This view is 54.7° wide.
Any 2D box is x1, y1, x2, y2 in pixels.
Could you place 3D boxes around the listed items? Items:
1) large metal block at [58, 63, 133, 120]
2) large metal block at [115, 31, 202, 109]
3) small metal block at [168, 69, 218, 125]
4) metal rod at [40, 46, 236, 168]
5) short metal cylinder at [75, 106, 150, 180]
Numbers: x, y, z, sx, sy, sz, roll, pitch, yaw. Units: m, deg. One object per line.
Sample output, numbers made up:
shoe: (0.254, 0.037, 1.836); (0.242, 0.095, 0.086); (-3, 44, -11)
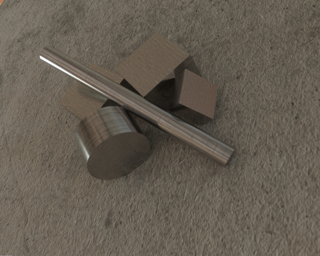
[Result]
large metal block: (-0.089, -0.041, 0.461); (0.080, 0.050, 0.080); (28, 77, 37)
large metal block: (-0.002, -0.076, 0.434); (0.080, 0.050, 0.080); (-43, 51, -2)
small metal block: (0.042, -0.038, 0.388); (0.025, 0.050, 0.050); (-32, 40, 56)
metal rod: (-0.043, -0.037, 0.398); (0.300, 0.025, 0.025); (30, 78, 21)
short metal cylinder: (-0.060, 0.019, 0.389); (0.080, 0.080, 0.050); (-38, 51, 3)
